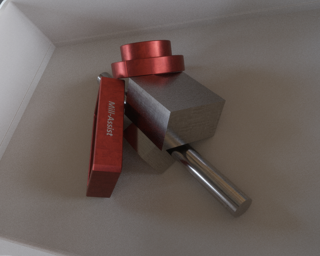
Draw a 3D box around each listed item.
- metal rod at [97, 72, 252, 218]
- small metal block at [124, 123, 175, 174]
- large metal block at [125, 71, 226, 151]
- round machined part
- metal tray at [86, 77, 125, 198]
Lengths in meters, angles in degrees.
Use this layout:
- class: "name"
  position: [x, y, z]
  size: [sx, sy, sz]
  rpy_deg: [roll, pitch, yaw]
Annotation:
- class: "metal rod"
  position: [-0.003, 0.001, 0.403]
  size: [0.025, 0.025, 0.300]
  rpy_deg: [-45, 51, -3]
- class: "small metal block"
  position: [-0.014, 0.023, 0.379]
  size: [0.025, 0.050, 0.050]
  rpy_deg: [-44, 51, -2]
- class: "large metal block"
  position: [0.015, -0.024, 0.368]
  size: [0.081, 0.050, 0.080]
  rpy_deg: [-14, 41, -35]
- class: "round machined part"
  position: [-0.017, -0.093, 0.419]
  size: [0.098, 0.099, 0.042]
  rpy_deg: [-2, 102, 27]
- class: "metal tray"
  position: [-0.069, 0.012, 0.391]
  size: [0.030, 0.089, 0.130]
  rpy_deg: [7, 56, -15]
